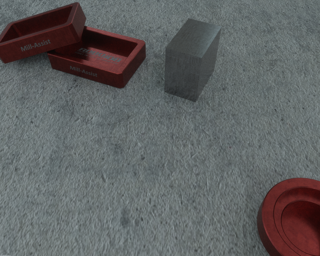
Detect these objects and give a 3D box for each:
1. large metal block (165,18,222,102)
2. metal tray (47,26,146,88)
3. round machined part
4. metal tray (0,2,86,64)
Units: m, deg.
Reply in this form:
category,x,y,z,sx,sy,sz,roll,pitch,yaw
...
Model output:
category,x,y,z,sx,sy,sz,roll,pitch,yaw
large metal block,0.047,-0.099,0.451,0.050,0.080,0.080,20,53,16
metal tray,-0.099,-0.118,0.497,0.130,0.030,0.090,18,52,14
round machined part,0.146,0.102,0.308,0.099,0.042,0.098,0,50,0
metal tray,-0.190,-0.154,0.498,0.131,0.030,0.090,-14,42,7
